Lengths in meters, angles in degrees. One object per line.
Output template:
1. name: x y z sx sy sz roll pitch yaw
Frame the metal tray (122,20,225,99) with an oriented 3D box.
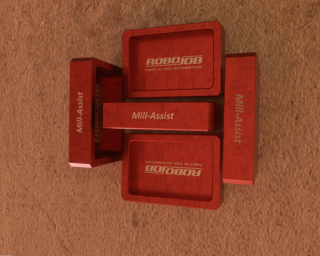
1. metal tray: 0.016 -0.084 0.402 0.130 0.030 0.089 0 93 19

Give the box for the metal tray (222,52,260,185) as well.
1. metal tray: 0.092 -0.009 0.343 0.030 0.090 0.129 1 90 20

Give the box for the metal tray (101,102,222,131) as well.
1. metal tray: 0.007 -0.014 0.374 0.130 0.090 0.030 1 92 20

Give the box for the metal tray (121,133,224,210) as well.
1. metal tray: 0.016 0.053 0.403 0.130 0.030 0.089 1 89 19

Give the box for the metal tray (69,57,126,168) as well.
1. metal tray: -0.078 -0.019 0.403 0.030 0.090 0.129 1 91 20
